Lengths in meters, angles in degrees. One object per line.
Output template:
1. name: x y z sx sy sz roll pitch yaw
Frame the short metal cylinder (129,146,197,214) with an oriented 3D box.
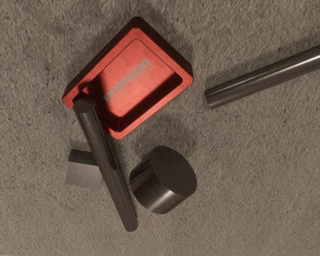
1. short metal cylinder: 0.005 0.072 0.433 0.080 0.080 0.050 29 124 -23

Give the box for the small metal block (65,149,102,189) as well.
1. small metal block: -0.110 0.061 0.458 0.050 0.025 0.050 11 129 -10

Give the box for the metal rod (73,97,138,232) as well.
1. metal rod: -0.067 0.075 0.446 0.025 0.025 0.298 -5 138 4

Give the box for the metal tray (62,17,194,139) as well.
1. metal tray: -0.038 -0.051 0.359 0.130 0.030 0.090 -37 122 27

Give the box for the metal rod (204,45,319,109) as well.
1. metal rod: 0.194 -0.085 0.337 0.301 0.025 0.025 -21 127 16
